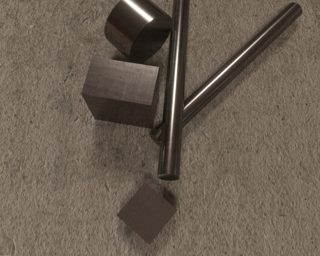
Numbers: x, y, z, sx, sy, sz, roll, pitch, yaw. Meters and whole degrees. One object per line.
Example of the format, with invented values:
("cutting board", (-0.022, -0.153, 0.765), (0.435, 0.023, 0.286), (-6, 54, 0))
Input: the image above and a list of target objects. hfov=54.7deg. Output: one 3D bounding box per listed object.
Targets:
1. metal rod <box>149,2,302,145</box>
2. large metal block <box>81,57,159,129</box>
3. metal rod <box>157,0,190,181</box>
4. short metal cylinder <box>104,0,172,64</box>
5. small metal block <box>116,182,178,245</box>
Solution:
("metal rod", (0.101, -0.083, 0.439), (0.301, 0.025, 0.025), (-43, 76, -14))
("large metal block", (-0.045, -0.042, 0.394), (0.080, 0.080, 0.050), (9, 71, 3))
("metal rod", (0.022, -0.077, 0.417), (0.025, 0.025, 0.299), (5, 63, 1))
("short metal cylinder", (-0.029, -0.136, 0.428), (0.080, 0.080, 0.050), (-43, 76, -14))
("small metal block", (-0.015, 0.102, 0.371), (0.050, 0.025, 0.050), (39, 74, 12))
